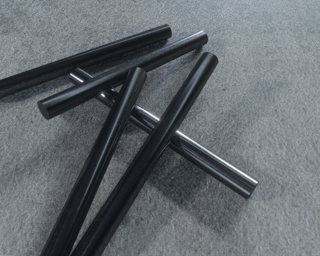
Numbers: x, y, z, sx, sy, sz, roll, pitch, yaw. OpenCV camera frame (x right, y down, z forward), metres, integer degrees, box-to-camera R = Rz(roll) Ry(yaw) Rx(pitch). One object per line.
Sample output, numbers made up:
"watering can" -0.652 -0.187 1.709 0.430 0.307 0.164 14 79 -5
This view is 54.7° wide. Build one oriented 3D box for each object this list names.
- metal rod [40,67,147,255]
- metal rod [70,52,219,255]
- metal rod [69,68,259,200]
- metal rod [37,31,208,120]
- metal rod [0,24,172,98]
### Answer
"metal rod" -0.072 0.044 0.345 0.025 0.025 0.300 13 57 10
"metal rod" -0.004 0.018 0.359 0.025 0.025 0.301 24 62 18
"metal rod" -0.011 -0.005 0.406 0.300 0.025 0.025 33 57 24
"metal rod" -0.033 -0.088 0.452 0.025 0.025 0.302 38 52 27
"metal rod" -0.114 -0.111 0.494 0.302 0.025 0.025 -25 55 -20
